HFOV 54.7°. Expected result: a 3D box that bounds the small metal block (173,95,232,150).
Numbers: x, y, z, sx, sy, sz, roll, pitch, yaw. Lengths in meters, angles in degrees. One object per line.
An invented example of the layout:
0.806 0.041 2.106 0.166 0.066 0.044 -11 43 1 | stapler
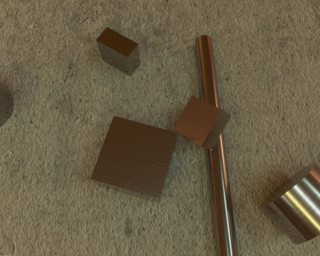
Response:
0.053 -0.007 0.391 0.050 0.025 0.050 33 98 41 | small metal block

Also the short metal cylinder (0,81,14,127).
-0.244 -0.037 0.405 0.081 0.050 0.080 0 70 0 | short metal cylinder

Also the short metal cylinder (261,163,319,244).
0.163 0.084 0.350 0.080 0.080 0.050 -37 74 -13 | short metal cylinder

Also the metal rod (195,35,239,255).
0.071 0.011 0.404 0.025 0.025 0.299 -2 70 -1 | metal rod

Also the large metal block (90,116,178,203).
-0.028 0.040 0.380 0.080 0.050 0.080 15 71 5 | large metal block

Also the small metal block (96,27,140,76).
-0.057 -0.106 0.433 0.050 0.050 0.025 31 73 10 | small metal block
